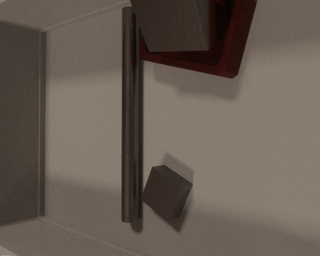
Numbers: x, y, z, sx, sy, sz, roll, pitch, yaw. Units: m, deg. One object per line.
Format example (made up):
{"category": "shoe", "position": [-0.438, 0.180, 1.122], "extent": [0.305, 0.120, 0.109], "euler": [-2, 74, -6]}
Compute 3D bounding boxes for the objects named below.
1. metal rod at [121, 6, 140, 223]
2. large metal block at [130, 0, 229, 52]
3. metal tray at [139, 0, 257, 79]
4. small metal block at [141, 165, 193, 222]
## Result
{"category": "metal rod", "position": [-0.042, -0.018, 0.438], "extent": [0.025, 0.025, 0.298], "euler": [0, 90, 39]}
{"category": "large metal block", "position": [0.020, -0.130, 0.331], "extent": [0.080, 0.050, 0.080], "euler": [10, 135, 39]}
{"category": "metal tray", "position": [0.038, -0.115, 0.370], "extent": [0.130, 0.030, 0.089], "euler": [21, 103, 37]}
{"category": "small metal block", "position": [0.008, 0.083, 0.399], "extent": [0.050, 0.025, 0.050], "euler": [30, 109, 35]}
